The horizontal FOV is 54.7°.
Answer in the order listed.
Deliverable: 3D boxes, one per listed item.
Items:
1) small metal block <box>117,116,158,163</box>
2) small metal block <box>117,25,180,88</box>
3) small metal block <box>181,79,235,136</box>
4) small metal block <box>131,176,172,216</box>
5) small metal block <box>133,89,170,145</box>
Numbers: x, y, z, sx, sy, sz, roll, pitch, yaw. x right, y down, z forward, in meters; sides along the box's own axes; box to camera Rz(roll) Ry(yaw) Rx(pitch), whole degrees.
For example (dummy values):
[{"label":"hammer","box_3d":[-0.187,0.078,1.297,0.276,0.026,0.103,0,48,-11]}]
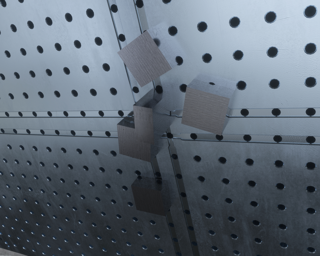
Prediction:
[{"label":"small metal block","box_3d":[-0.031,0.016,0.435,0.050,0.025,0.050,13,124,20]},{"label":"small metal block","box_3d":[-0.013,-0.084,0.365,0.050,0.025,0.050,-26,105,36]},{"label":"small metal block","box_3d":[0.056,-0.025,0.366,0.050,0.025,0.050,18,125,17]},{"label":"small metal block","box_3d":[-0.013,0.105,0.482,0.050,0.025,0.050,5,121,25]},{"label":"small metal block","box_3d":[-0.009,-0.015,0.389,0.025,0.050,0.050,11,123,22]}]
